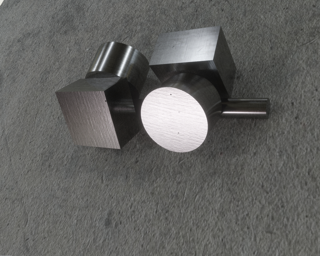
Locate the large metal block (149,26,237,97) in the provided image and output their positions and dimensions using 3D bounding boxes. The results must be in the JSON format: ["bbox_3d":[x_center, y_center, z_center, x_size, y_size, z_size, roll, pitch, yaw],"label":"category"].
[{"bbox_3d":[0.045,-0.077,0.393,0.080,0.080,0.050,2,63,29],"label":"large metal block"}]

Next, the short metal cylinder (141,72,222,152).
[{"bbox_3d":[0.025,-0.019,0.360,0.080,0.080,0.050,2,28,29],"label":"short metal cylinder"}]

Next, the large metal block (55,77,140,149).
[{"bbox_3d":[-0.082,-0.021,0.418,0.080,0.080,0.050,3,29,29],"label":"large metal block"}]

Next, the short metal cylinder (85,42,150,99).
[{"bbox_3d":[-0.061,-0.078,0.449,0.080,0.080,0.050,4,64,30],"label":"short metal cylinder"}]

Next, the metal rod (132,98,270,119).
[{"bbox_3d":[-0.007,-0.028,0.428,0.300,0.025,0.025,3,63,29],"label":"metal rod"}]
